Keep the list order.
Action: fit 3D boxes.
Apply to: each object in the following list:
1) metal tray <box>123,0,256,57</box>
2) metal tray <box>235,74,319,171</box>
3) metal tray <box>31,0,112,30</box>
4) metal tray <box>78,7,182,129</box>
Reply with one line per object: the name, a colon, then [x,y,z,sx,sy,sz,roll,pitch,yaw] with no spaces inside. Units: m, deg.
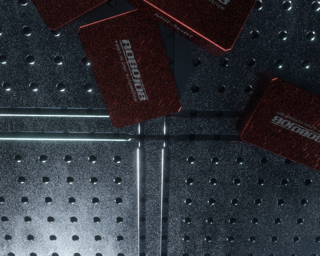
metal tray: [0.036,-0.150,0.339,0.131,0.030,0.090,29,85,-11]
metal tray: [0.180,-0.006,0.411,0.131,0.030,0.089,21,109,-8]
metal tray: [-0.115,-0.187,0.340,0.090,0.030,0.130,-26,108,9]
metal tray: [-0.034,-0.073,0.384,0.090,0.030,0.129,-16,110,5]
